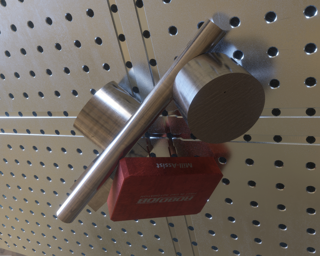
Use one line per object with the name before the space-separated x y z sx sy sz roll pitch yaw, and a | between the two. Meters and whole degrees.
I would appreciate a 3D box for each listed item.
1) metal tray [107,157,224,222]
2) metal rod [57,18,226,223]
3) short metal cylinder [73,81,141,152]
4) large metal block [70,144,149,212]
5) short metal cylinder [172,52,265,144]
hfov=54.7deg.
metal tray | 0.005 0.078 0.401 0.131 0.030 0.089 2 131 -23
metal rod | -0.033 0.005 0.361 0.025 0.025 0.299 40 108 1
short metal cylinder | -0.064 -0.014 0.399 0.050 0.080 0.080 40 129 1
large metal block | -0.073 0.063 0.450 0.050 0.080 0.080 43 129 -2
short metal cylinder | 0.058 -0.031 0.319 0.081 0.050 0.079 -9 126 -12
